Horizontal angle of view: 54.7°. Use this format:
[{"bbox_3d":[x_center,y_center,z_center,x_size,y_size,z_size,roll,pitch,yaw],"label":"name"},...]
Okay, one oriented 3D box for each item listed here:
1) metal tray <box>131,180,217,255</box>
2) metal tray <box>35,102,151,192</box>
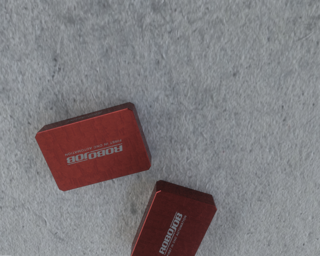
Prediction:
[{"bbox_3d":[0.018,0.150,0.463,0.091,0.030,0.129,18,109,-7],"label":"metal tray"},{"bbox_3d":[-0.086,0.026,0.416,0.131,0.030,0.089,-15,110,5],"label":"metal tray"}]
